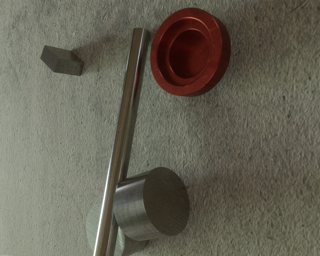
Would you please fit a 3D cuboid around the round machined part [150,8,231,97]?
[{"bbox_3d":[0.039,-0.085,0.362,0.098,0.042,0.097,0,90,40],"label":"round machined part"}]

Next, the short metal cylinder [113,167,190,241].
[{"bbox_3d":[-0.009,0.092,0.377,0.050,0.081,0.080,-25,75,37],"label":"short metal cylinder"}]

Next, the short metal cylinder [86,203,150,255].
[{"bbox_3d":[-0.059,0.141,0.438,0.080,0.050,0.079,0,90,40],"label":"short metal cylinder"}]

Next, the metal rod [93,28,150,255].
[{"bbox_3d":[-0.048,0.013,0.405,0.025,0.025,0.299,2,79,40],"label":"metal rod"}]

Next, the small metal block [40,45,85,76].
[{"bbox_3d":[-0.165,-0.114,0.525,0.050,0.050,0.025,42,115,32],"label":"small metal block"}]
